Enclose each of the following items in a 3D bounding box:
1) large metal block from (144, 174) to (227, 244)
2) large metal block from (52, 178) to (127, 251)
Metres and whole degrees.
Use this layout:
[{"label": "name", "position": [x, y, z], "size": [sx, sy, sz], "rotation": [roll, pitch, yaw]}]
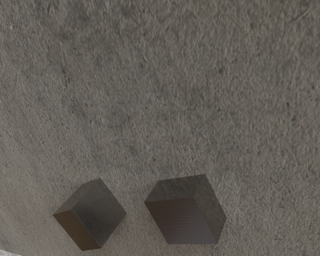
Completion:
[{"label": "large metal block", "position": [0.037, 0.118, 0.443], "size": [0.080, 0.050, 0.080], "rotation": [-15, 111, 33]}, {"label": "large metal block", "position": [-0.115, 0.144, 0.519], "size": [0.050, 0.080, 0.080], "rotation": [-24, 106, 36]}]
